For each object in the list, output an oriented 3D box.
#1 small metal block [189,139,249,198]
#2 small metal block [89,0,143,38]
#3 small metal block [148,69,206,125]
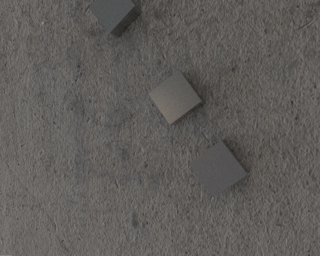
[{"bbox_3d":[0.073,0.049,0.383,0.050,0.025,0.050,-39,78,15],"label":"small metal block"},{"bbox_3d":[-0.062,-0.164,0.431,0.050,0.025,0.050,-43,77,15],"label":"small metal block"},{"bbox_3d":[0.022,-0.039,0.401,0.050,0.025,0.050,-37,78,16],"label":"small metal block"}]
